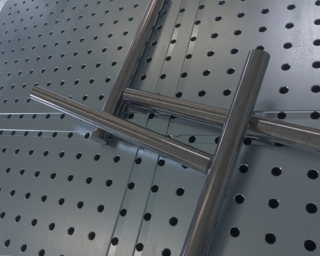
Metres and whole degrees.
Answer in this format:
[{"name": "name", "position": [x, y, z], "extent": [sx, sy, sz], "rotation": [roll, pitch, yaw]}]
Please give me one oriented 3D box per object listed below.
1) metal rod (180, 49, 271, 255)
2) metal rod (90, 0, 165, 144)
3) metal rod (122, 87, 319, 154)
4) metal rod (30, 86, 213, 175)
[{"name": "metal rod", "position": [0.061, 0.053, 0.322], "extent": [0.025, 0.025, 0.299], "rotation": [13, 75, 33]}, {"name": "metal rod", "position": [-0.044, -0.113, 0.501], "extent": [0.025, 0.025, 0.300], "rotation": [5, 64, 30]}, {"name": "metal rod", "position": [0.072, -0.013, 0.379], "extent": [0.300, 0.025, 0.025], "rotation": [16, 70, 34]}, {"name": "metal rod", "position": [-0.068, -0.006, 0.420], "extent": [0.300, 0.025, 0.025], "rotation": [21, 73, 26]}]
